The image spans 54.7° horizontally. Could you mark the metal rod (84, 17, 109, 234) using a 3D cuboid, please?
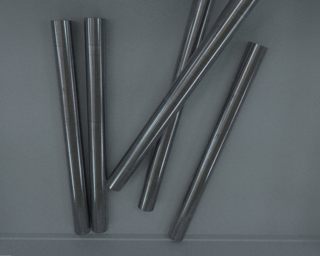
[{"bbox_3d":[-0.083,0.011,0.414,0.025,0.025,0.298,2,110,-1],"label":"metal rod"}]

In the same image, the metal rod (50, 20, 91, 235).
[{"bbox_3d":[-0.116,0.014,0.415,0.025,0.025,0.298,0,110,0],"label":"metal rod"}]

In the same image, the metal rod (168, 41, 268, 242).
[{"bbox_3d":[0.071,0.032,0.423,0.025,0.025,0.298,17,109,-7],"label":"metal rod"}]

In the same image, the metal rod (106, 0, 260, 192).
[{"bbox_3d":[0.015,-0.031,0.372,0.025,0.025,0.298,31,115,-11],"label":"metal rod"}]

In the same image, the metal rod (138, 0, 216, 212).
[{"bbox_3d":[0.016,-0.021,0.403,0.025,0.025,0.298,13,110,-5],"label":"metal rod"}]
